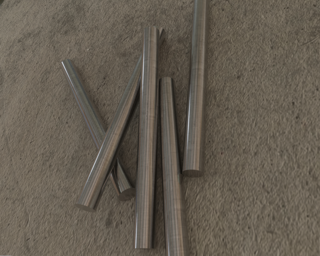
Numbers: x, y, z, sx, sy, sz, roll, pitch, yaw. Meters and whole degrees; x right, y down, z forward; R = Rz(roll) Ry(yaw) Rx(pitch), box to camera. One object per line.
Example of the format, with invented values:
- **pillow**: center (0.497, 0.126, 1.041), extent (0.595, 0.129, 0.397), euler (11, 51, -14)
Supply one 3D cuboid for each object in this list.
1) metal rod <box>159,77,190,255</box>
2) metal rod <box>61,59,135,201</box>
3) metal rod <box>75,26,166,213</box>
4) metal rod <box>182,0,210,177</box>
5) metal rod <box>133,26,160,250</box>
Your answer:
- **metal rod**: center (0.015, 0.062, 0.357), extent (0.025, 0.025, 0.299), euler (-16, 55, 19)
- **metal rod**: center (-0.103, -0.017, 0.468), extent (0.025, 0.025, 0.300), euler (-37, 51, 4)
- **metal rod**: center (-0.044, -0.032, 0.425), extent (0.025, 0.025, 0.300), euler (0, 55, 28)
- **metal rod**: center (0.052, -0.078, 0.424), extent (0.025, 0.025, 0.299), euler (-8, 58, 24)
- **metal rod**: center (-0.015, -0.006, 0.396), extent (0.025, 0.025, 0.299), euler (-10, 63, 23)
